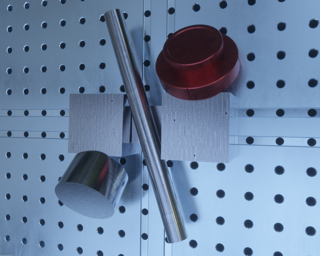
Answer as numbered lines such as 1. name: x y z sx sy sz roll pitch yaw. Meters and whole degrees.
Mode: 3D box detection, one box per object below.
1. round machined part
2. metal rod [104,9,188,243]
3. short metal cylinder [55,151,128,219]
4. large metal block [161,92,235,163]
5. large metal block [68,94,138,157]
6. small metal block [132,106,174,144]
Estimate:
1. round machined part: 0.041 -0.083 0.363 0.098 0.042 0.098 -9 53 12
2. metal rod: -0.020 -0.007 0.392 0.025 0.025 0.299 -18 84 19
3. short metal cylinder: -0.088 0.076 0.408 0.080 0.050 0.080 11 136 11
4. large metal block: 0.048 -0.001 0.383 0.080 0.050 0.079 1 90 20
5. large metal block: -0.076 -0.005 0.427 0.080 0.050 0.079 2 91 20
6. small metal block: -0.009 -0.004 0.416 0.050 0.025 0.050 1 90 20
